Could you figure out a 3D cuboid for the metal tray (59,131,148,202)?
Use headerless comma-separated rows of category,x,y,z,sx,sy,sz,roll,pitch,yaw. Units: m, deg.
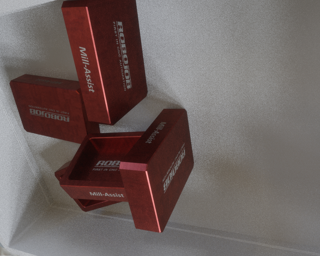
metal tray,-0.053,0.047,0.399,0.130,0.090,0.030,-3,135,24

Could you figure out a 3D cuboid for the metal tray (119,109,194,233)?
metal tray,0.004,0.044,0.365,0.030,0.131,0.089,2,119,23

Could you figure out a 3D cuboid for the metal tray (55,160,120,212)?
metal tray,-0.106,0.086,0.514,0.130,0.030,0.090,-24,106,36

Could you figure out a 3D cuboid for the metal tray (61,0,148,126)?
metal tray,-0.054,-0.079,0.345,0.030,0.090,0.129,8,122,24

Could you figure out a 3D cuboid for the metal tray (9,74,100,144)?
metal tray,-0.159,-0.029,0.472,0.130,0.030,0.089,10,123,22
